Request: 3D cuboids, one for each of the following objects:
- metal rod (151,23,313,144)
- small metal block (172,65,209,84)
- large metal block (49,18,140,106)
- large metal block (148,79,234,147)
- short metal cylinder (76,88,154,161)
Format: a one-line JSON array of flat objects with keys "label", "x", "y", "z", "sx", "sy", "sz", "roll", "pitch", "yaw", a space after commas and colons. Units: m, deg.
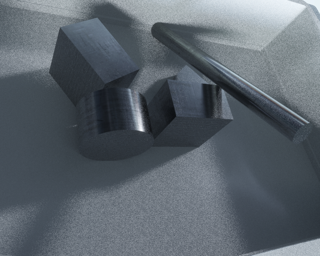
[{"label": "metal rod", "x": 0.068, "y": -0.077, "z": 0.403, "sx": 0.025, "sy": 0.025, "sz": 0.300, "roll": -6, "pitch": 36, "yaw": -31}, {"label": "small metal block", "x": 0.041, "y": -0.060, "z": 0.466, "sx": 0.050, "sy": 0.025, "sz": 0.050, "roll": 41, "pitch": 51, "yaw": -1}, {"label": "large metal block", "x": -0.081, "y": -0.068, "z": 0.369, "sx": 0.050, "sy": 0.080, "sz": 0.080, "roll": -33, "pitch": 81, "yaw": -38}, {"label": "large metal block", "x": 0.032, "y": -0.015, "z": 0.398, "sx": 0.081, "sy": 0.080, "sz": 0.050, "roll": 2, "pitch": 61, "yaw": -28}, {"label": "short metal cylinder", "x": -0.051, "y": -0.002, "z": 0.345, "sx": 0.081, "sy": 0.080, "sz": 0.050, "roll": 3, "pitch": 61, "yaw": -27}]
